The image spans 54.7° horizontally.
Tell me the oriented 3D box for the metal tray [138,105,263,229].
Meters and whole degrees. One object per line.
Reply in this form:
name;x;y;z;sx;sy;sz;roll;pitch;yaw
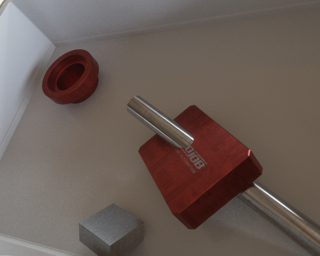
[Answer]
metal tray;0.035;0.033;0.335;0.090;0.030;0.130;-40;31;1

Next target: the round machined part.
round machined part;-0.143;-0.080;0.516;0.098;0.042;0.098;-13;56;20

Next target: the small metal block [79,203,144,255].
small metal block;-0.053;0.115;0.344;0.050;0.050;0.025;20;117;35

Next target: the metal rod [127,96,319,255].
metal rod;0.071;0.049;0.313;0.300;0.025;0.025;37;83;30
